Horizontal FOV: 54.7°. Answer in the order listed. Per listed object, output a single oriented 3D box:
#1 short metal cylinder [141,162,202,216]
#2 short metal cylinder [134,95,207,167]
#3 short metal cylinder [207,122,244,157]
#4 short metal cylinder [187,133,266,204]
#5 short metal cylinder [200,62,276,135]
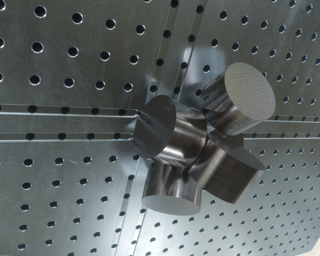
[{"bbox_3d":[0.018,0.084,0.430,0.080,0.050,0.080,8,149,5],"label":"short metal cylinder"},{"bbox_3d":[0.011,0.005,0.384,0.050,0.080,0.080,20,107,-36],"label":"short metal cylinder"},{"bbox_3d":[0.072,0.020,0.445,0.081,0.050,0.079,-13,123,-21],"label":"short metal cylinder"},{"bbox_3d":[0.081,0.048,0.384,0.081,0.080,0.050,19,108,-36],"label":"short metal cylinder"},{"bbox_3d":[0.100,-0.036,0.398,0.081,0.080,0.050,2,157,-29],"label":"short metal cylinder"}]
